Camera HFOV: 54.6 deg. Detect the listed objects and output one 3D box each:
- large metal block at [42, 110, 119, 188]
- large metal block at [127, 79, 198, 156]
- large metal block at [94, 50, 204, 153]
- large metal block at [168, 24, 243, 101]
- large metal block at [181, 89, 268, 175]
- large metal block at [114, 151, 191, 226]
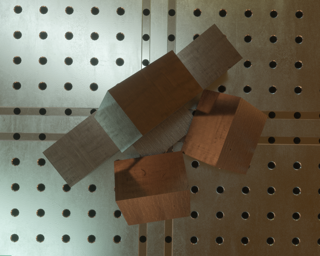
[{"bbox_3d":[-0.083,0.022,0.384,0.080,0.080,0.050,-38,90,0],"label":"large metal block"},{"bbox_3d":[-0.008,-0.011,0.402,0.080,0.050,0.080,-39,90,0],"label":"large metal block"},{"bbox_3d":[-0.015,-0.025,0.323,0.080,0.080,0.050,-37,90,-25],"label":"large metal block"},{"bbox_3d":[0.046,-0.073,0.386,0.080,0.080,0.050,-39,91,0],"label":"large metal block"},{"bbox_3d":[0.080,0.007,0.379,0.050,0.080,0.080,21,90,41],"label":"large metal block"},{"bbox_3d":[-0.007,0.076,0.379,0.080,0.080,0.050,-9,54,0],"label":"large metal block"}]
